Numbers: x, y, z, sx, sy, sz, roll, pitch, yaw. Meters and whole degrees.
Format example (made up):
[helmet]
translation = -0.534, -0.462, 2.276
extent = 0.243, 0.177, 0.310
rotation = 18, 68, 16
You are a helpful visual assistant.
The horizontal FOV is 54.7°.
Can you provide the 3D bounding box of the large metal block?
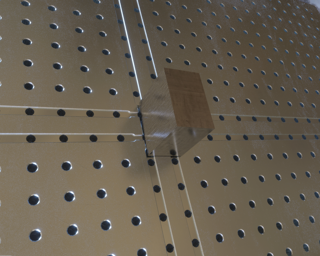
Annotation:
[large metal block]
translation = 0.017, -0.017, 0.393
extent = 0.050, 0.080, 0.080
rotation = 3, 60, -27
